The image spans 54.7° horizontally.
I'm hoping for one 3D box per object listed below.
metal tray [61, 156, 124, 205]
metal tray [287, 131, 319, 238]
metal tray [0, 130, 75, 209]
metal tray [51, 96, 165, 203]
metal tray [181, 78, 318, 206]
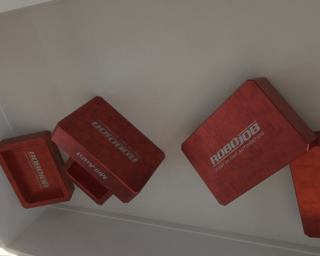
[{"bbox_3d":[-0.093,0.059,0.488,0.090,0.030,0.129,42,129,-2],"label":"metal tray"},{"bbox_3d":[0.199,0.065,0.341,0.090,0.030,0.129,-7,115,31],"label":"metal tray"},{"bbox_3d":[-0.214,0.075,0.538,0.090,0.030,0.129,-12,115,4],"label":"metal tray"},{"bbox_3d":[-0.065,0.025,0.414,0.130,0.090,0.030,42,129,-1],"label":"metal tray"},{"bbox_3d":[0.091,0.018,0.347,0.090,0.030,0.129,55,131,17],"label":"metal tray"}]
